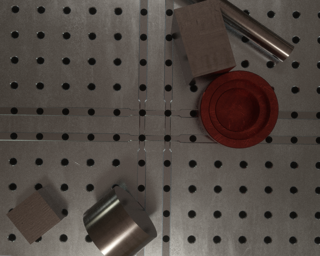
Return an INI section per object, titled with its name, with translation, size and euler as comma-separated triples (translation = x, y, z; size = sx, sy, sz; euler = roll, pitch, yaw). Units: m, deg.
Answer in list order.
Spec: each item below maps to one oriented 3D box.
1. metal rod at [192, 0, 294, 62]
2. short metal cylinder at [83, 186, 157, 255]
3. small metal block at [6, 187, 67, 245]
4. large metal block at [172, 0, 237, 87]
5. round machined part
[metal rod]
translation = 0.047, -0.184, 0.413
size = 0.301, 0.025, 0.025
euler = 34, 90, -1
[short metal cylinder]
translation = -0.049, 0.119, 0.385
size = 0.050, 0.080, 0.080
euler = -41, 91, 0
[small metal block]
translation = -0.163, 0.115, 0.411
size = 0.050, 0.025, 0.050
euler = -38, 91, 0
[large metal block]
translation = 0.050, -0.101, 0.387
size = 0.050, 0.080, 0.080
euler = -16, 90, 0
[round machined part]
translation = 0.099, -0.023, 0.406
size = 0.099, 0.042, 0.097
euler = 0, 91, -1
